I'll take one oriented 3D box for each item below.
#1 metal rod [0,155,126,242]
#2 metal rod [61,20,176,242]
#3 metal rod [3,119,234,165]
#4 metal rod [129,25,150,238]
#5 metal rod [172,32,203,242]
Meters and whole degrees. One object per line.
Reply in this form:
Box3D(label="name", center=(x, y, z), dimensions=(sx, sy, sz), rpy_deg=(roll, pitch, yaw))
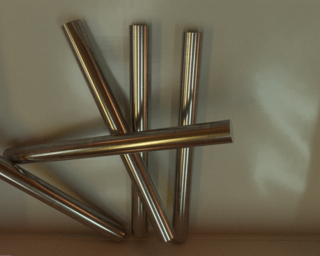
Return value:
Box3D(label="metal rod", center=(-0.171, 0.077, 0.415), dimensions=(0.301, 0.025, 0.025), rpy_deg=(38, 106, -22))
Box3D(label="metal rod", center=(-0.048, 0.012, 0.393), dimensions=(0.025, 0.025, 0.299), rpy_deg=(-22, 101, 7))
Box3D(label="metal rod", center=(-0.065, 0.022, 0.373), dimensions=(0.301, 0.025, 0.025), rpy_deg=(-7, 111, 20))
Box3D(label="metal rod", center=(-0.027, 0.018, 0.417), dimensions=(0.025, 0.025, 0.298), rpy_deg=(1, 110, -1))
Box3D(label="metal rod", center=(0.035, 0.025, 0.421), dimensions=(0.025, 0.025, 0.298), rpy_deg=(2, 110, -1))
